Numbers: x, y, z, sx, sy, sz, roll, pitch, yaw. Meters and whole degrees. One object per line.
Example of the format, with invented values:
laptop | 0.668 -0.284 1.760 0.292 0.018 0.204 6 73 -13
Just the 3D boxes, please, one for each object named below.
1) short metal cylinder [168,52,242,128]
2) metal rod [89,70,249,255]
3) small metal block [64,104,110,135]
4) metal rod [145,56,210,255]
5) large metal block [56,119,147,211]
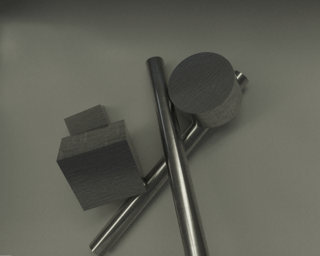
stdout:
short metal cylinder | 0.057 -0.046 0.382 0.080 0.050 0.080 -9 67 22
metal rod | 0.012 0.046 0.411 0.025 0.025 0.300 40 90 -1
small metal block | -0.091 0.002 0.410 0.050 0.025 0.050 -22 90 -1
metal rod | 0.021 0.046 0.353 0.025 0.025 0.299 -12 66 0
large metal block | -0.069 0.046 0.382 0.080 0.050 0.080 -17 120 -1
